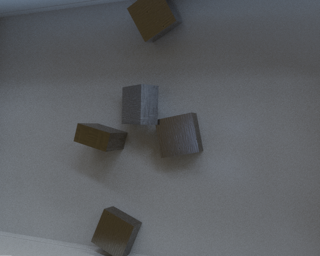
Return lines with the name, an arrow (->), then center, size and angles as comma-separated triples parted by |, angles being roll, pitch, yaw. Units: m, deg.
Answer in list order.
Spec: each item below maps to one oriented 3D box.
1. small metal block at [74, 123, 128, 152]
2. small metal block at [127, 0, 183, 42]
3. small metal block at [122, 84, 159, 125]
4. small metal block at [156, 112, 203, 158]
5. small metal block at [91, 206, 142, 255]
small metal block -> -0.080, 0.012, 0.426 | 0.050, 0.050, 0.025 | 16, 96, 19
small metal block -> -0.007, -0.147, 0.405 | 0.050, 0.025, 0.050 | -28, 91, 26
small metal block -> -0.027, -0.030, 0.407 | 0.050, 0.025, 0.050 | 2, 91, 56
small metal block -> 0.025, 0.010, 0.402 | 0.050, 0.025, 0.050 | -11, 86, 19
small metal block -> -0.060, 0.144, 0.429 | 0.050, 0.025, 0.050 | 23, 94, 21
